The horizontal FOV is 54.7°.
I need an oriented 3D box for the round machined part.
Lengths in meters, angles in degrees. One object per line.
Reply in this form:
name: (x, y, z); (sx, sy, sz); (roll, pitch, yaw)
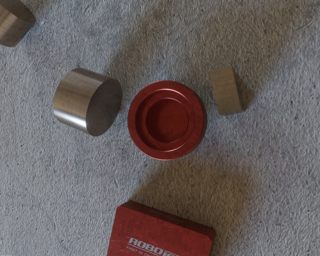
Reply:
round machined part: (0.012, -0.009, 0.396); (0.098, 0.042, 0.097); (0, 90, 20)

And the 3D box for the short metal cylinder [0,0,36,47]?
short metal cylinder: (-0.236, -0.168, 0.463); (0.050, 0.080, 0.080); (-42, 77, 15)

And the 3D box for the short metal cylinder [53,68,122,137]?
short metal cylinder: (-0.094, -0.035, 0.413); (0.050, 0.080, 0.080); (21, 97, 19)

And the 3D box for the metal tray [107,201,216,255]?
metal tray: (-0.001, 0.159, 0.407); (0.130, 0.030, 0.089); (14, 95, 19)

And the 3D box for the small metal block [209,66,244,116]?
small metal block: (0.081, -0.042, 0.367); (0.025, 0.050, 0.050); (-13, 86, 19)
